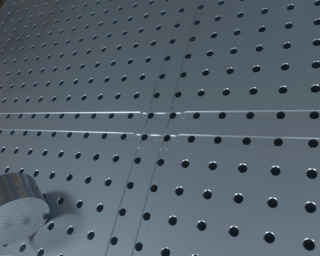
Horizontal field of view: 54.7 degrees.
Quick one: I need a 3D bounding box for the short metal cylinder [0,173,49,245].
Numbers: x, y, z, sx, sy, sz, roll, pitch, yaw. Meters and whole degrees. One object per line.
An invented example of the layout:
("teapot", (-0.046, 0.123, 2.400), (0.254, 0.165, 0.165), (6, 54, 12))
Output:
("short metal cylinder", (-0.196, 0.106, 0.411), (0.080, 0.080, 0.050), (-45, 51, -3))
